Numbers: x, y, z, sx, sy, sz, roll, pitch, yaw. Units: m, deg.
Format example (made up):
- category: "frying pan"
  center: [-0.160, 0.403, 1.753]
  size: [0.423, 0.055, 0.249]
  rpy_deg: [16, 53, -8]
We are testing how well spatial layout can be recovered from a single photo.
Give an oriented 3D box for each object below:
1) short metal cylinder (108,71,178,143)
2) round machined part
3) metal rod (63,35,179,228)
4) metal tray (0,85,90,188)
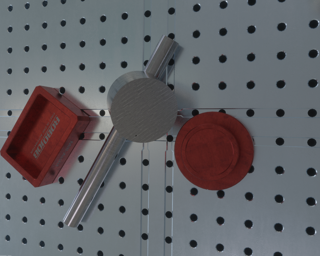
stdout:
- category: "short metal cylinder"
  center: [-0.024, -0.028, 0.387]
  size: [0.081, 0.050, 0.079]
  rpy_deg: [-5, 110, -13]
- category: "round machined part"
  center: [0.064, 0.028, 0.381]
  size: [0.098, 0.042, 0.097]
  rpy_deg: [0, 90, 20]
- category: "metal rod"
  center: [-0.059, 0.011, 0.433]
  size: [0.025, 0.025, 0.299]
  rpy_deg: [33, 100, 17]
- category: "metal tray"
  center: [-0.177, 0.013, 0.472]
  size: [0.090, 0.030, 0.129]
  rpy_deg: [37, 102, 16]
